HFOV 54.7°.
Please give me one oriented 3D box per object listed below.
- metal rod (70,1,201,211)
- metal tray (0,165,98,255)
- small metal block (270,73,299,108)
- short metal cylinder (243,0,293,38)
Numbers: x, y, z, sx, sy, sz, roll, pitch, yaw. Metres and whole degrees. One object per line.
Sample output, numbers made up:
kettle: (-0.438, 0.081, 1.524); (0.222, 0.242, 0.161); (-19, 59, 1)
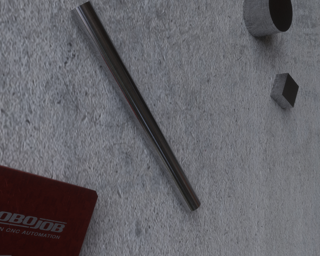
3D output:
metal rod: (-0.019, -0.010, 0.390); (0.025, 0.025, 0.299); (-43, 116, -32)
metal tray: (-0.133, 0.088, 0.292); (0.131, 0.030, 0.090); (26, 74, -37)
small metal block: (0.249, -0.074, 0.617); (0.050, 0.025, 0.050); (35, 69, -35)
short metal cylinder: (0.193, -0.207, 0.553); (0.081, 0.050, 0.079); (0, 90, -40)
